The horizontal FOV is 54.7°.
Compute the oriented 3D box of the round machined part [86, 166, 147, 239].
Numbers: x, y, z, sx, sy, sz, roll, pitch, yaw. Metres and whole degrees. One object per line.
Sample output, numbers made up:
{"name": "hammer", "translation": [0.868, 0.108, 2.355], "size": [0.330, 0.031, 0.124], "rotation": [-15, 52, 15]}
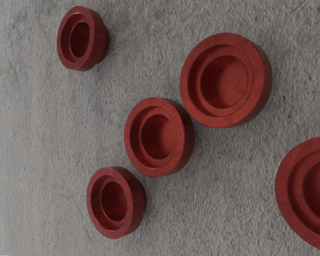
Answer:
{"name": "round machined part", "translation": [-0.058, 0.103, 0.442], "size": [0.098, 0.042, 0.097], "rotation": [0, 90, 40]}

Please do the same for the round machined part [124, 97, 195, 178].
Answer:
{"name": "round machined part", "translation": [0.003, 0.011, 0.391], "size": [0.098, 0.042, 0.097], "rotation": [0, 90, 40]}

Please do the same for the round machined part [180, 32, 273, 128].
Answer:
{"name": "round machined part", "translation": [0.073, -0.049, 0.334], "size": [0.098, 0.042, 0.097], "rotation": [0, 90, 40]}

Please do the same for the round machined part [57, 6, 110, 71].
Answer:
{"name": "round machined part", "translation": [-0.118, -0.138, 0.492], "size": [0.098, 0.042, 0.097], "rotation": [0, 90, 40]}

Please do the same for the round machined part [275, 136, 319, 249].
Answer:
{"name": "round machined part", "translation": [0.155, 0.054, 0.266], "size": [0.098, 0.042, 0.097], "rotation": [0, 90, 40]}
